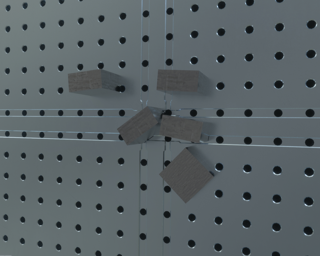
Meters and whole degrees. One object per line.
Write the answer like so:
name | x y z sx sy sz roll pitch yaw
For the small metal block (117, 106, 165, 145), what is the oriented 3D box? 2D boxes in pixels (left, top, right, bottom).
small metal block | -0.020 -0.003 0.405 0.050 0.050 0.025 -36 79 16

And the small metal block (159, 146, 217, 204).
small metal block | 0.036 0.060 0.399 0.050 0.025 0.050 46 104 14

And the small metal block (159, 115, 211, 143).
small metal block | 0.033 0.001 0.387 0.050 0.050 0.025 11 94 19

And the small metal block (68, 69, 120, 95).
small metal block | -0.091 -0.062 0.430 0.050 0.050 0.025 -4 89 19

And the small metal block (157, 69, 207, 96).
small metal block | 0.029 -0.056 0.389 0.050 0.050 0.025 5 92 19
